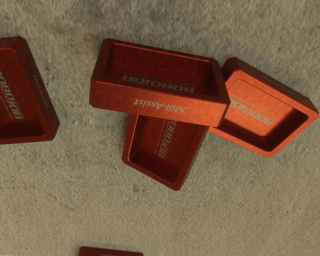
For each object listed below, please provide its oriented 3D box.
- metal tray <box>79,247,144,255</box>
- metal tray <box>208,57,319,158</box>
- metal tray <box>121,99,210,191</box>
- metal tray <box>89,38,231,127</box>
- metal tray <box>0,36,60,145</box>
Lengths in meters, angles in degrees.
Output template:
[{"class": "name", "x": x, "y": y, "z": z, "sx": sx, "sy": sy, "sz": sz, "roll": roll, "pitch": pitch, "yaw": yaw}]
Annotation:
[{"class": "metal tray", "x": -0.107, "y": 0.292, "z": 0.650, "sx": 0.131, "sy": 0.030, "sz": 0.089, "roll": 10, "pitch": 129, "yaw": -9}, {"class": "metal tray", "x": 0.116, "y": -0.020, "z": 0.388, "sx": 0.131, "sy": 0.030, "sz": 0.089, "roll": 23, "pitch": 126, "yaw": -19}, {"class": "metal tray", "x": 0.006, "y": 0.011, "z": 0.388, "sx": 0.090, "sy": 0.030, "sz": 0.129, "roll": 27, "pitch": 130, "yaw": 12}, {"class": "metal tray", "x": 0.000, "y": -0.049, "z": 0.322, "sx": 0.131, "sy": 0.090, "sz": 0.030, "roll": 9, "pitch": 130, "yaw": -8}, {"class": "metal tray", "x": -0.185, "y": -0.038, "z": 0.368, "sx": 0.091, "sy": 0.030, "sz": 0.129, "roll": -5, "pitch": 130, "yaw": 3}]
